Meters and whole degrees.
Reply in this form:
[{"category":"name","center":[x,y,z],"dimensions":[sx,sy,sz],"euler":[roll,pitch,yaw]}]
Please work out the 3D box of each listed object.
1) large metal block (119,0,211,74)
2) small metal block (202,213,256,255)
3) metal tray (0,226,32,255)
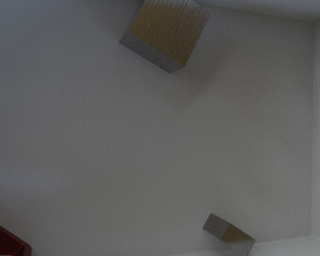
[{"category":"large metal block","center":[0.006,-0.129,0.400],"dimensions":[0.080,0.050,0.080],"euler":[29,81,-18]},{"category":"small metal block","center":[0.096,0.149,0.435],"dimensions":[0.050,0.050,0.025],"euler":[36,79,-17]},{"category":"metal tray","center":[-0.170,0.124,0.292],"dimensions":[0.090,0.130,0.030],"euler":[43,77,-16]}]
